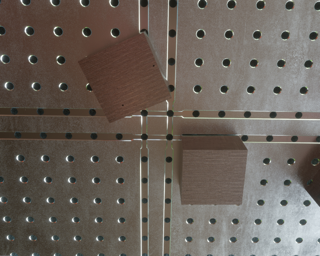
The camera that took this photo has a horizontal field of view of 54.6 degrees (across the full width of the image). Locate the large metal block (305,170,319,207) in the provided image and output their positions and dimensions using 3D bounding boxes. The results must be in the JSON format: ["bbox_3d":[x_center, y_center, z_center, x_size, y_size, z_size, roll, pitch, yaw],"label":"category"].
[{"bbox_3d":[0.270,0.082,0.432,0.080,0.050,0.080,23,108,-9],"label":"large metal block"}]

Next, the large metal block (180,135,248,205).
[{"bbox_3d":[0.069,0.056,0.421,0.080,0.050,0.079,0,110,0],"label":"large metal block"}]

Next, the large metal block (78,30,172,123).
[{"bbox_3d":[-0.039,-0.063,0.376,0.080,0.050,0.080,-22,109,8],"label":"large metal block"}]
